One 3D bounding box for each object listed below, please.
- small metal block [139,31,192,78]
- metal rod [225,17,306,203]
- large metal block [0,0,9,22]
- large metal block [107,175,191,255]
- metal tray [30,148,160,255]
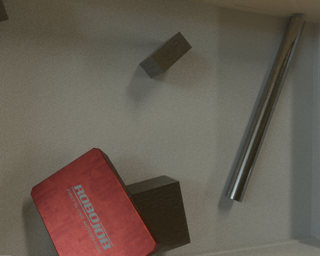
[{"bbox_3d":[0.006,-0.093,0.400,0.050,0.050,0.025,-44,104,-15],"label":"small metal block"},{"bbox_3d":[0.163,-0.033,0.472,0.025,0.025,0.299,25,82,-19],"label":"metal rod"},{"bbox_3d":[-0.206,-0.132,0.305,0.081,0.080,0.050,-26,99,-18],"label":"large metal block"},{"bbox_3d":[-0.015,0.112,0.393,0.081,0.050,0.079,-12,94,-20],"label":"large metal block"},{"bbox_3d":[-0.072,0.098,0.337,0.090,0.030,0.130,-34,68,-4],"label":"metal tray"}]
